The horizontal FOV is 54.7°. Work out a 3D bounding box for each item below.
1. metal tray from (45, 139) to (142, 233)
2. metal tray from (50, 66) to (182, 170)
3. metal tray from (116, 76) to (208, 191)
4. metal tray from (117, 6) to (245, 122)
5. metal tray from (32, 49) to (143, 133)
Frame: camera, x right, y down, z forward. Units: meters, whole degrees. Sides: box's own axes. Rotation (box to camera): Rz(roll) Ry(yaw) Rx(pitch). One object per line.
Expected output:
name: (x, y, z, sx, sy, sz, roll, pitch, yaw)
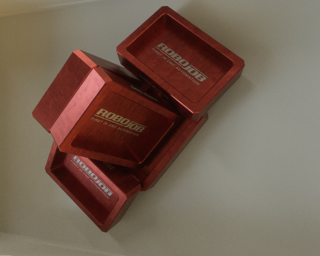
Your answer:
metal tray: (-0.095, 0.067, 0.420, 0.130, 0.030, 0.089, 41, 127, 14)
metal tray: (-0.044, -0.004, 0.355, 0.090, 0.131, 0.030, -52, 51, 12)
metal tray: (-0.011, 0.006, 0.409, 0.090, 0.030, 0.130, 41, 102, 15)
metal tray: (0.024, -0.081, 0.379, 0.130, 0.030, 0.090, 41, 77, 15)
metal tray: (-0.079, -0.037, 0.379, 0.030, 0.130, 0.090, 42, 103, 15)
